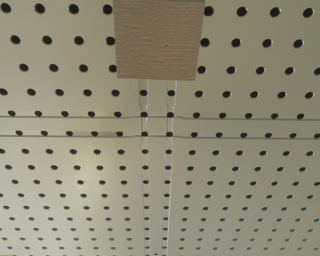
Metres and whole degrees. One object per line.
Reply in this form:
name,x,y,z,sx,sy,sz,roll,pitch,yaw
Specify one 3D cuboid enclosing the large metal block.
large metal block,-0.002,-0.096,0.313,0.080,0.050,0.080,2,130,-2
